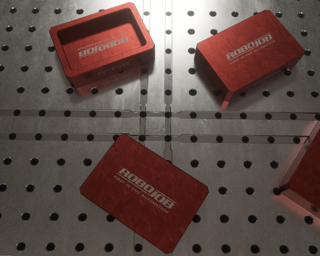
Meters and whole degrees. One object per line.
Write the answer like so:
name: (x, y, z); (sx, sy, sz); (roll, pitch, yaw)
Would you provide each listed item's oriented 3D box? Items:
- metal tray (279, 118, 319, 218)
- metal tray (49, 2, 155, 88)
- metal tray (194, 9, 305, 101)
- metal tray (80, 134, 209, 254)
metal tray: (0.225, 0.050, 0.394); (0.090, 0.030, 0.130); (34, 73, 11)
metal tray: (-0.083, -0.123, 0.452); (0.131, 0.030, 0.090); (-22, 72, -8)
metal tray: (0.128, -0.107, 0.450); (0.131, 0.030, 0.090); (-29, 73, -10)
metal tray: (-0.019, 0.078, 0.380); (0.130, 0.030, 0.090); (32, 73, 10)
